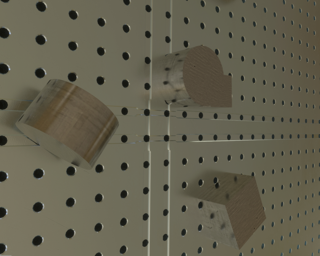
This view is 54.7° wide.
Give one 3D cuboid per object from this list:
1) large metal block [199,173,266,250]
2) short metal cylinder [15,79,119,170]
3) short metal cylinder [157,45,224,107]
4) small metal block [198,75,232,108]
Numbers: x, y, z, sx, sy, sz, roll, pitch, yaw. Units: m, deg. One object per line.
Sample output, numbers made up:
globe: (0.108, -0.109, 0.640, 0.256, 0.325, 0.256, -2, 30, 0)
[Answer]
large metal block: (0.117, 0.128, 0.491, 0.081, 0.050, 0.080, -31, 110, -36)
short metal cylinder: (-0.088, -0.002, 0.300, 0.080, 0.080, 0.050, 43, 64, -32)
short metal cylinder: (0.043, -0.069, 0.428, 0.081, 0.050, 0.080, 0, 90, -40)
small metal block: (0.086, -0.057, 0.481, 0.050, 0.025, 0.050, -2, 91, -40)
